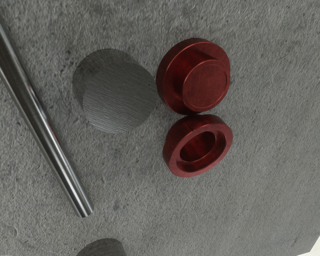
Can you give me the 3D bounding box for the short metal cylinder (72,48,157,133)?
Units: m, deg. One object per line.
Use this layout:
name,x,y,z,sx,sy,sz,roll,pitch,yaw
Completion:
short metal cylinder,-0.050,-0.041,0.339,0.081,0.050,0.079,-14,125,-21

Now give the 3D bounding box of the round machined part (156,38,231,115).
round machined part,0.048,-0.059,0.388,0.099,0.042,0.097,-14,124,-21

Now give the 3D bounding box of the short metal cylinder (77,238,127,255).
short metal cylinder,-0.087,0.220,0.480,0.081,0.050,0.079,-14,125,-21

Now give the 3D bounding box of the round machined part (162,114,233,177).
round machined part,0.048,0.019,0.429,0.099,0.042,0.097,-17,135,-18

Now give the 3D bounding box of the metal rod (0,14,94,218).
metal rod,-0.129,-0.006,0.333,0.025,0.025,0.298,-24,128,-14
